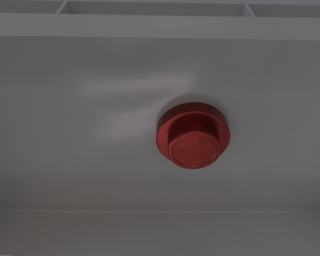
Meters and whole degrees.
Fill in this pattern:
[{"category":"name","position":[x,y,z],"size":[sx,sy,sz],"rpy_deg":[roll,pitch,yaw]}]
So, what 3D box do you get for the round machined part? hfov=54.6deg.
[{"category":"round machined part","position":[0.044,0.017,0.413],"size":[0.099,0.042,0.097],"rpy_deg":[0,130,0]}]
